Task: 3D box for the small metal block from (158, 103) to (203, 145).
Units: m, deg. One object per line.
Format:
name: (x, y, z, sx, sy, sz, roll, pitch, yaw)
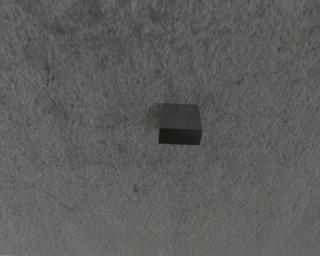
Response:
small metal block: (0.024, -0.006, 0.387, 0.050, 0.050, 0.025, 3, 130, -3)
